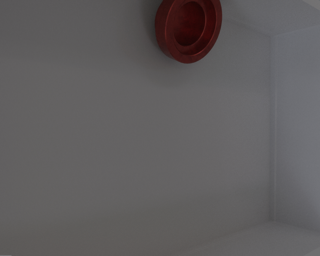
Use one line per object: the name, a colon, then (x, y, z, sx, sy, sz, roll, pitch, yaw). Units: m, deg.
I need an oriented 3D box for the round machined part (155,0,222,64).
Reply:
round machined part: (0.032, -0.138, 0.407, 0.099, 0.042, 0.097, -22, 128, -31)

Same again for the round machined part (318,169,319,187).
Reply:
round machined part: (0.419, 0.121, 0.746, 0.099, 0.042, 0.097, 0, 89, -35)
